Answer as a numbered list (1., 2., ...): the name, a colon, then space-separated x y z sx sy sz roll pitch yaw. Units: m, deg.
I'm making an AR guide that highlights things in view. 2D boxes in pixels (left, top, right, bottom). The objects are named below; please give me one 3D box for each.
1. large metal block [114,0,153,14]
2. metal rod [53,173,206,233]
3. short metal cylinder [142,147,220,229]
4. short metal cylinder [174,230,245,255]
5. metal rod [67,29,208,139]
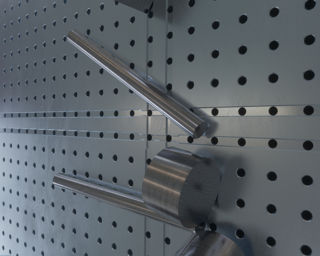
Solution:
1. large metal block: -0.043 -0.209 0.409 0.050 0.081 0.079 41 115 32
2. metal rod: -0.067 0.104 0.464 0.300 0.025 0.025 5 94 39
3. short metal cylinder: 0.026 0.066 0.352 0.050 0.081 0.079 15 100 39
4. short metal cylinder: 0.051 0.161 0.338 0.080 0.050 0.079 10 110 29
5. metal rod: -0.050 -0.077 0.450 0.300 0.025 0.025 39 114 33
